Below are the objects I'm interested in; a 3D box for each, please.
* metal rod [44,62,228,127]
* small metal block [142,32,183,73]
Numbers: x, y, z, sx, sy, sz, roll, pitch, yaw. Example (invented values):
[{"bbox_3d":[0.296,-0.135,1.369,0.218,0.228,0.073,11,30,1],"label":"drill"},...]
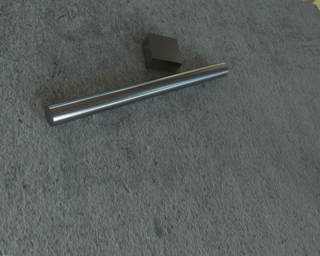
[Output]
[{"bbox_3d":[-0.009,-0.056,0.434,0.302,0.025,0.025,-20,73,-36],"label":"metal rod"},{"bbox_3d":[0.003,-0.115,0.477,0.050,0.025,0.050,4,60,-26],"label":"small metal block"}]
